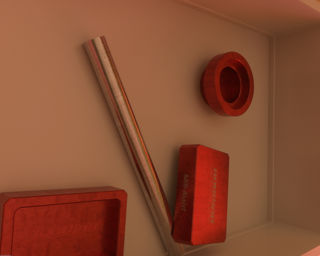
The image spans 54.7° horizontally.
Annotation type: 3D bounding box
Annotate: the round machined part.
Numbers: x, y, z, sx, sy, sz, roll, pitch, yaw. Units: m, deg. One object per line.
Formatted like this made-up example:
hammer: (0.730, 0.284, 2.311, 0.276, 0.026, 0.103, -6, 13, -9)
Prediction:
round machined part: (0.100, -0.066, 0.482, 0.099, 0.042, 0.097, 0, 90, -40)

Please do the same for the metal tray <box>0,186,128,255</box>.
metal tray: (-0.099, 0.111, 0.322, 0.131, 0.030, 0.089, 5, 87, -40)

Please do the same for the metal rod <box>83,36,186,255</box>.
metal rod: (-0.025, 0.036, 0.387, 0.025, 0.025, 0.298, -32, 110, -36)

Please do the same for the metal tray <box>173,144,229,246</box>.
metal tray: (0.062, 0.094, 0.440, 0.090, 0.030, 0.129, 19, 71, -48)
